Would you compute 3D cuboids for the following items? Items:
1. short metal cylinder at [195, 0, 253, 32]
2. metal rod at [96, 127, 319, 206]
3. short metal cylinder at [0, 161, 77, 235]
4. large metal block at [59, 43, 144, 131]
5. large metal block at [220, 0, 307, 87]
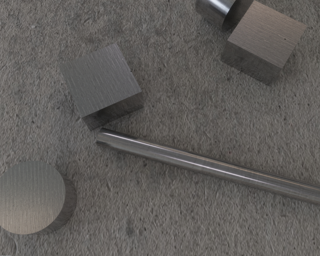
[{"bbox_3d":[0.097,-0.188,0.448,0.050,0.080,0.080,42,75,13],"label":"short metal cylinder"},{"bbox_3d":[0.067,0.049,0.390,0.301,0.025,0.025,15,71,5],"label":"metal rod"},{"bbox_3d":[-0.144,0.083,0.363,0.081,0.050,0.080,0,70,0],"label":"short metal cylinder"},{"bbox_3d":[-0.076,-0.054,0.414,0.080,0.050,0.080,-25,72,-9],"label":"large metal block"},{"bbox_3d":[0.145,-0.120,0.440,0.080,0.050,0.080,31,73,10],"label":"large metal block"}]
